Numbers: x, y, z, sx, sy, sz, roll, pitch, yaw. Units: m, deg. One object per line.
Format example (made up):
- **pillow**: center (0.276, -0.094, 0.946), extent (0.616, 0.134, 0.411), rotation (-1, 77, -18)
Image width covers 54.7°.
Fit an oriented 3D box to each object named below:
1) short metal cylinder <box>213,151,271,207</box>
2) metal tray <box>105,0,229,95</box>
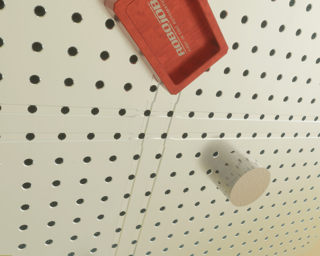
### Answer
- **short metal cylinder**: center (0.137, 0.085, 0.523), extent (0.081, 0.050, 0.079), rotation (-14, 124, -21)
- **metal tray**: center (0.013, -0.111, 0.346), extent (0.090, 0.030, 0.130), rotation (-40, 130, -1)
